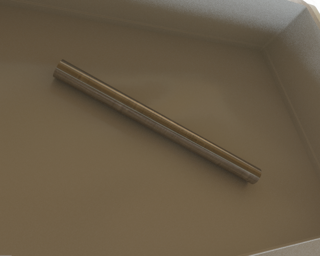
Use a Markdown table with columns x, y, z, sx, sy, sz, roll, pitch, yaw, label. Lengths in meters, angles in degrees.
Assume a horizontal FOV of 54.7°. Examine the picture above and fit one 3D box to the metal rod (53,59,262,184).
| x | y | z | sx | sy | sz | roll | pitch | yaw | label |
| --- | --- | --- | --- | --- | --- | --- | --- | --- | --- |
| 0.005 | -0.003 | 0.409 | 0.301 | 0.025 | 0.025 | 29 | 52 | -11 | metal rod |
